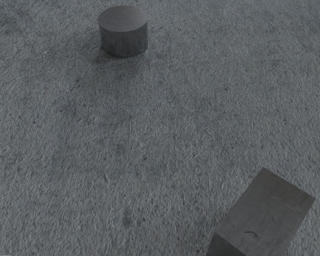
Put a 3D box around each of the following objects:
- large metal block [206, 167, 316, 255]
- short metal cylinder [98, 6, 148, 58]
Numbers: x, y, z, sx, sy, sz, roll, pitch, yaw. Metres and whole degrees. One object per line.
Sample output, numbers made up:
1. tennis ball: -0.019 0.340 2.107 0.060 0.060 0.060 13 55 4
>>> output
1. large metal block: 0.089 0.097 0.287 0.050 0.080 0.080 33 57 24
2. short metal cylinder: -0.061 -0.164 0.524 0.081 0.050 0.080 0 50 0
